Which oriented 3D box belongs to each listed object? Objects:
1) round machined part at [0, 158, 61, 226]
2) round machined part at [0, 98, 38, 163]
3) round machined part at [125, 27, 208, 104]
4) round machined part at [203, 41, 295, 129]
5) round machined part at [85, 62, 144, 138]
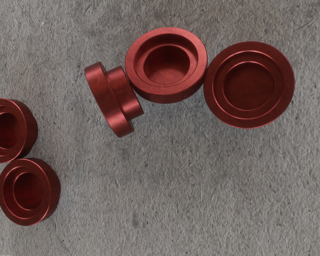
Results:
[{"bbox_3d":[-0.191,0.093,0.468,0.098,0.042,0.097,0,90,20],"label":"round machined part"},{"bbox_3d":[-0.231,0.004,0.482,0.098,0.042,0.097,0,90,20],"label":"round machined part"},{"bbox_3d":[0.009,-0.072,0.383,0.098,0.042,0.098,-3,66,7],"label":"round machined part"},{"bbox_3d":[0.104,-0.048,0.363,0.098,0.042,0.097,0,90,20],"label":"round machined part"},{"bbox_3d":[-0.053,-0.040,0.392,0.042,0.098,0.098,-26,81,-1],"label":"round machined part"}]
